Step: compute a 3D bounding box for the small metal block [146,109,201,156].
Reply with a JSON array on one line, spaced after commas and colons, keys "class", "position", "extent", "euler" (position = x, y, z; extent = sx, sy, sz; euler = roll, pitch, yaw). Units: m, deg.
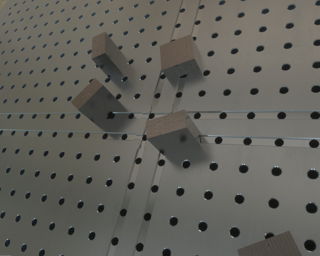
[{"class": "small metal block", "position": [0.017, 0.007, 0.380], "extent": [0.050, 0.050, 0.025], "euler": [-17, 55, 19]}]

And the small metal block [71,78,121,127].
[{"class": "small metal block", "position": [-0.095, -0.038, 0.467], "extent": [0.050, 0.050, 0.025], "euler": [-46, 51, -4]}]

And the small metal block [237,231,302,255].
[{"class": "small metal block", "position": [0.104, 0.127, 0.276], "extent": [0.050, 0.025, 0.050], "euler": [-26, 53, 12]}]

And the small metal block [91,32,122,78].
[{"class": "small metal block", "position": [-0.087, -0.121, 0.514], "extent": [0.025, 0.050, 0.050], "euler": [-18, 55, 18]}]

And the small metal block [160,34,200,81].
[{"class": "small metal block", "position": [0.029, -0.104, 0.458], "extent": [0.050, 0.025, 0.050], "euler": [-16, 55, 19]}]
